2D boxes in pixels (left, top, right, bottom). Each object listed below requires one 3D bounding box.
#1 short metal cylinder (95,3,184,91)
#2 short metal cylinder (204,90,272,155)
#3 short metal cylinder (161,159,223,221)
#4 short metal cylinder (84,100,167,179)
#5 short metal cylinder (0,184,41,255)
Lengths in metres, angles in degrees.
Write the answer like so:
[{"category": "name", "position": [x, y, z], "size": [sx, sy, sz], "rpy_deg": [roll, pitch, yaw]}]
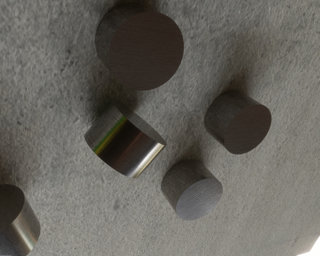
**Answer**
[{"category": "short metal cylinder", "position": [-0.022, -0.086, 0.327], "size": [0.081, 0.050, 0.079], "rpy_deg": [-14, 125, -21]}, {"category": "short metal cylinder", "position": [0.112, -0.009, 0.449], "size": [0.081, 0.050, 0.079], "rpy_deg": [-14, 125, -21]}, {"category": "short metal cylinder", "position": [0.049, 0.095, 0.478], "size": [0.081, 0.050, 0.079], "rpy_deg": [-14, 125, -21]}, {"category": "short metal cylinder", "position": [-0.039, 0.013, 0.359], "size": [0.050, 0.080, 0.080], "rpy_deg": [-50, 129, 7]}, {"category": "short metal cylinder", "position": [-0.181, 0.109, 0.340], "size": [0.081, 0.080, 0.050], "rpy_deg": [-21, 127, -17]}]
